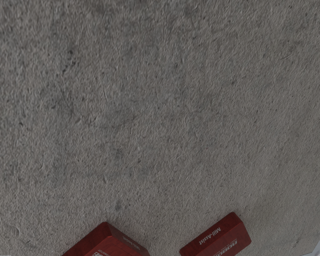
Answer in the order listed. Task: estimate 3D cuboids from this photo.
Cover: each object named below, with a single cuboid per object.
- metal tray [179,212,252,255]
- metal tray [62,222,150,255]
[{"bbox_3d":[0.112,0.233,0.609,0.130,0.030,0.090,-34,129,-6],"label":"metal tray"},{"bbox_3d":[-0.080,0.212,0.490,0.090,0.030,0.130,-40,130,-2],"label":"metal tray"}]
